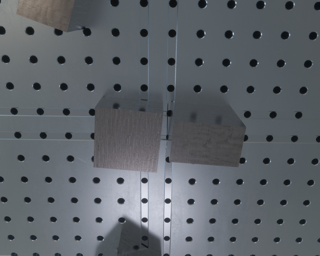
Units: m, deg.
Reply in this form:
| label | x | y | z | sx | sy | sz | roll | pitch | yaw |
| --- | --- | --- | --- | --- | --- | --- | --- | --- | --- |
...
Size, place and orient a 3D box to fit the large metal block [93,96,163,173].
| label | x | y | z | sx | sy | sz | roll | pitch | yaw |
| --- | --- | --- | --- | --- | --- | --- | --- | --- | --- |
| large metal block | -0.040 | 0.007 | 0.402 | 0.080 | 0.050 | 0.079 | 5 | 110 | -2 |

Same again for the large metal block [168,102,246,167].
| label | x | y | z | sx | sy | sz | roll | pitch | yaw |
| --- | --- | --- | --- | --- | --- | --- | --- | --- | --- |
| large metal block | 0.053 | 0.005 | 0.386 | 0.080 | 0.080 | 0.050 | 5 | 110 | -2 |

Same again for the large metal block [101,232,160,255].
| label | x | y | z | sx | sy | sz | roll | pitch | yaw |
| --- | --- | --- | --- | --- | --- | --- | --- | --- | --- |
| large metal block | -0.054 | 0.225 | 0.482 | 0.080 | 0.050 | 0.080 | 36 | 106 | -12 |

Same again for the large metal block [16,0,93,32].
| label | x | y | z | sx | sy | sz | roll | pitch | yaw |
| --- | --- | --- | --- | --- | --- | --- | --- | --- | --- |
| large metal block | -0.102 | -0.151 | 0.328 | 0.050 | 0.080 | 0.080 | 19 | 109 | -7 |
